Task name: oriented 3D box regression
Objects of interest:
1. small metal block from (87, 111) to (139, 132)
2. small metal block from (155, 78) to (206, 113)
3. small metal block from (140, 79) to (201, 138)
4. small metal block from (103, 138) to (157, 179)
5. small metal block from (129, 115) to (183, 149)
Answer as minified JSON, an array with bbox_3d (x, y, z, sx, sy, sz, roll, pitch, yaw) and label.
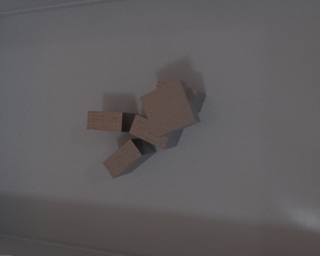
[{"bbox_3d":[-0.063,-0.009,0.419,0.050,0.050,0.025,4,92,20],"label":"small metal block"},{"bbox_3d":[0.026,-0.040,0.388,0.050,0.050,0.025,21,97,18],"label":"small metal block"},{"bbox_3d":[0.012,-0.021,0.353,0.050,0.025,0.050,-23,83,18],"label":"small metal block"},{"bbox_3d":[-0.039,0.039,0.411,0.050,0.050,0.025,-40,78,16],"label":"small metal block"},{"bbox_3d":[-0.004,0.004,0.398,0.050,0.050,0.025,24,98,18],"label":"small metal block"}]
